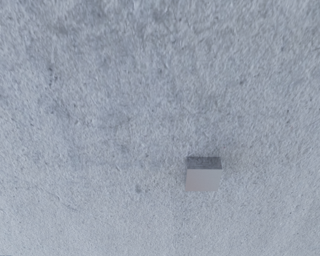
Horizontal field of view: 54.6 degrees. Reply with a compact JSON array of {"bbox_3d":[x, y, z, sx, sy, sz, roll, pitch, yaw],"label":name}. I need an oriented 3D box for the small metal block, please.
[{"bbox_3d":[0.064,0.070,0.467,0.050,0.025,0.050,0,130,-1],"label":"small metal block"}]
